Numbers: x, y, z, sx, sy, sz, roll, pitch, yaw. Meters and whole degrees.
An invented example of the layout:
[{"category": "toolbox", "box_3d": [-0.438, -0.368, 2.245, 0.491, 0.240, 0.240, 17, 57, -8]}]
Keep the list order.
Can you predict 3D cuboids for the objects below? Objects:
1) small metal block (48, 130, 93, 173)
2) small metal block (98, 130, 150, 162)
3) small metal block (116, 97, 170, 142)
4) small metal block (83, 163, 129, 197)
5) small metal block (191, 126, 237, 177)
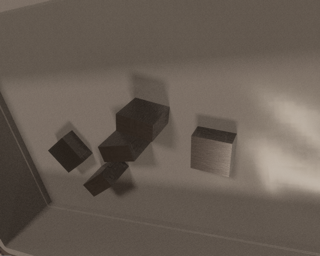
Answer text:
[{"category": "small metal block", "box_3d": [-0.147, 0.039, 0.508, 0.050, 0.025, 0.050, -34, 100, 38]}, {"category": "small metal block", "box_3d": [-0.048, 0.023, 0.430, 0.050, 0.050, 0.025, -5, 116, 30]}, {"category": "small metal block", "box_3d": [-0.021, -0.012, 0.395, 0.050, 0.050, 0.025, 17, 125, 18]}, {"category": "small metal block", "box_3d": [-0.083, 0.074, 0.480, 0.050, 0.050, 0.025, -34, 99, 38]}, {"category": "small metal block", "box_3d": [0.067, 0.029, 0.391, 0.050, 0.025, 0.050, 11, 123, 21]}]
